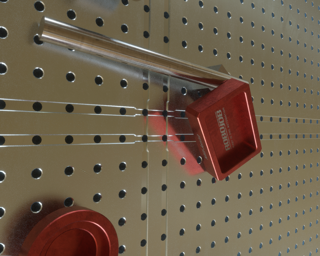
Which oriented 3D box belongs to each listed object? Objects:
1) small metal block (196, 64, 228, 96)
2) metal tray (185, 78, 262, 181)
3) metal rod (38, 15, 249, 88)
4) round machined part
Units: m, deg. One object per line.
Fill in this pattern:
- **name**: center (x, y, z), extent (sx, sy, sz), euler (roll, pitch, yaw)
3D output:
- **small metal block**: center (0.090, -0.063, 0.487), extent (0.050, 0.025, 0.050), euler (46, 62, -31)
- **metal tray**: center (0.098, 0.004, 0.455), extent (0.090, 0.030, 0.129), euler (-33, 124, -15)
- **metal rod**: center (0.005, -0.081, 0.395), extent (0.302, 0.025, 0.025), euler (9, 85, -34)
- **round machined part**: center (-0.096, 0.130, 0.320), extent (0.099, 0.042, 0.097), euler (0, 90, -40)
